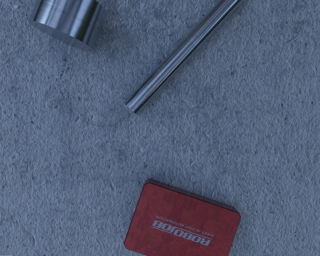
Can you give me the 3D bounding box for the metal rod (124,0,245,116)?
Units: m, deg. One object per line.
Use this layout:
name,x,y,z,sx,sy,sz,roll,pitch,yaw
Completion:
metal rod,0.063,-0.135,0.410,0.025,0.025,0.300,43,90,0

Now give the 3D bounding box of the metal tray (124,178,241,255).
metal tray,0.029,0.130,0.408,0.131,0.030,0.090,19,90,0

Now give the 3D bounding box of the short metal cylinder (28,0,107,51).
short metal cylinder,-0.112,-0.135,0.381,0.080,0.080,0.050,22,90,0
